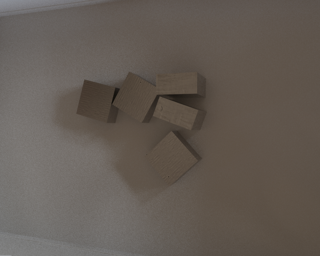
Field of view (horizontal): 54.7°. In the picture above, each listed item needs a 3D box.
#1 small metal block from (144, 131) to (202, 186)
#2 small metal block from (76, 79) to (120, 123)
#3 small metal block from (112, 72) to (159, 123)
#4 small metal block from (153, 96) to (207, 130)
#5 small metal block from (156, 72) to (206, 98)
[{"bbox_3d":[0.017,0.039,0.404,0.050,0.025,0.050,-44,77,14],"label":"small metal block"},{"bbox_3d":[-0.085,-0.037,0.439,0.050,0.025,0.050,16,95,19],"label":"small metal block"},{"bbox_3d":[-0.028,-0.041,0.420,0.050,0.025,0.050,32,100,16],"label":"small metal block"},{"bbox_3d":[0.026,-0.018,0.387,0.050,0.050,0.025,21,97,18],"label":"small metal block"},{"bbox_3d":[0.027,-0.052,0.387,0.050,0.050,0.025,1,90,19],"label":"small metal block"}]
